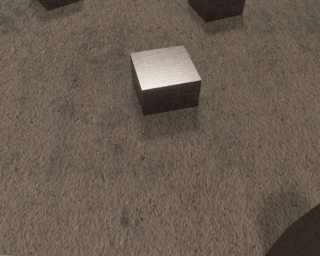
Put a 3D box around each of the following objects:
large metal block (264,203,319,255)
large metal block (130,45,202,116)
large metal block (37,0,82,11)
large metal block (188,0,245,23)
[{"bbox_3d":[0.147,0.120,0.268,0.050,0.080,0.080,-26,55,-20],"label":"large metal block"},{"bbox_3d":[0.006,-0.070,0.446,0.081,0.050,0.080,-11,51,-10],"label":"large metal block"},{"bbox_3d":[-0.212,-0.289,0.627,0.081,0.050,0.080,-29,56,-23],"label":"large metal block"},{"bbox_3d":[0.110,-0.256,0.604,0.081,0.050,0.080,-17,52,-14],"label":"large metal block"}]
